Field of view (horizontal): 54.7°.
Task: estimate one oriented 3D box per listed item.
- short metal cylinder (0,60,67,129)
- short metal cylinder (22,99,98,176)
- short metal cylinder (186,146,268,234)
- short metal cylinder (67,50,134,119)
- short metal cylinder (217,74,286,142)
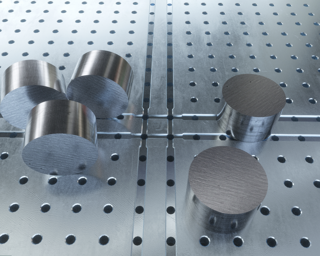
[{"bbox_3d":[-0.164,-0.042,0.406,0.081,0.080,0.050,-13,51,-11],"label":"short metal cylinder"},{"bbox_3d":[-0.114,0.013,0.360,0.081,0.080,0.050,-8,51,-6],"label":"short metal cylinder"},{"bbox_3d":[0.070,0.066,0.336,0.081,0.050,0.080,0,50,0],"label":"short metal cylinder"},{"bbox_3d":[-0.079,-0.058,0.420,0.080,0.080,0.050,3,50,3],"label":"short metal cylinder"},{"bbox_3d":[0.120,-0.027,0.415,0.081,0.050,0.080,0,50,0],"label":"short metal cylinder"}]
